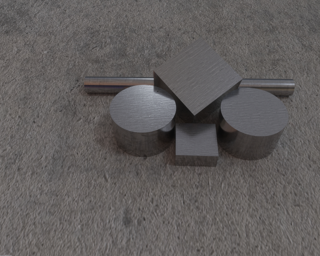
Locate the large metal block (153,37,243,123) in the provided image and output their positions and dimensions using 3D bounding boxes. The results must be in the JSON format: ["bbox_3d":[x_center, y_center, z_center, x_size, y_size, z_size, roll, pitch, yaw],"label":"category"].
[{"bbox_3d":[0.048,-0.060,0.416,0.080,0.050,0.080,-37,75,-12],"label":"large metal block"}]

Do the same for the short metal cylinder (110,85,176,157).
[{"bbox_3d":[-0.021,-0.010,0.395,0.081,0.050,0.080,0,50,0],"label":"short metal cylinder"}]

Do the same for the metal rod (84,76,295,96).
[{"bbox_3d":[0.042,-0.062,0.456,0.302,0.025,0.025,1,50,0],"label":"metal rod"}]

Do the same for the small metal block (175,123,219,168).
[{"bbox_3d":[0.044,0.021,0.388,0.050,0.025,0.050,2,50,1],"label":"small metal block"}]

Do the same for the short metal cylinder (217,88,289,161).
[{"bbox_3d":[0.114,-0.005,0.393,0.081,0.050,0.080,0,50,0],"label":"short metal cylinder"}]
